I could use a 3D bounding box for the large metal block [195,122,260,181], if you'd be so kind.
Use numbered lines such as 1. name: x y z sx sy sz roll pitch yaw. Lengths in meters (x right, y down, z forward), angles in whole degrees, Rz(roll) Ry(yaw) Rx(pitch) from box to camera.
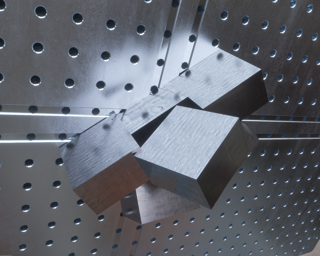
1. large metal block: 0.088 0.027 0.431 0.050 0.080 0.080 33 103 4

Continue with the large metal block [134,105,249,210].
1. large metal block: 0.035 0.027 0.329 0.080 0.080 0.050 -50 134 -26

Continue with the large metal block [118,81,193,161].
1. large metal block: 0.004 0.001 0.399 0.080 0.050 0.080 -34 129 -6

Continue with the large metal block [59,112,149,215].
1. large metal block: -0.062 0.039 0.363 0.080 0.080 0.050 -33 129 -7

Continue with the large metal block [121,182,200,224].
1. large metal block: -0.005 0.088 0.418 0.081 0.080 0.050 -9 86 -24

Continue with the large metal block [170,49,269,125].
1. large metal block: 0.072 -0.045 0.386 0.080 0.080 0.050 -34 129 -6
